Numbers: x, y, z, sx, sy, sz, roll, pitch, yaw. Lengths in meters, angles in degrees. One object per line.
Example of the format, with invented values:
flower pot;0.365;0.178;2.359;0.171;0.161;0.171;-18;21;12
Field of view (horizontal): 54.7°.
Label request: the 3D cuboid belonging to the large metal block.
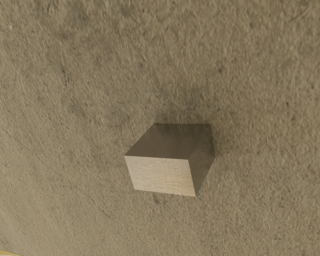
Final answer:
large metal block;0.016;0.035;0.384;0.080;0.080;0.050;1;119;27
